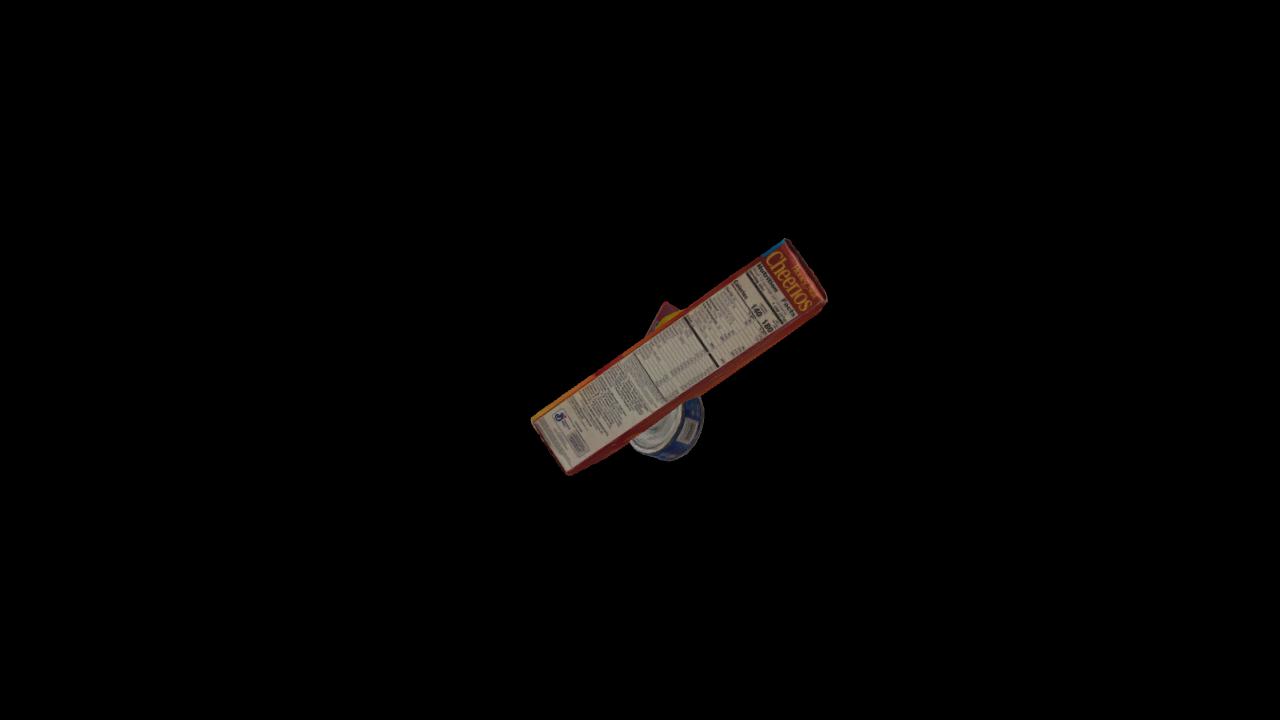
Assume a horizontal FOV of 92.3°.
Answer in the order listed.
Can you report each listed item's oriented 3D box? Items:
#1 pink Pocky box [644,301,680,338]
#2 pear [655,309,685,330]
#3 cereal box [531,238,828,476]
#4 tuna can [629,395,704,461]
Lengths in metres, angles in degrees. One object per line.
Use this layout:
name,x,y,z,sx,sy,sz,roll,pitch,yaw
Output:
pink Pocky box,0.028,0.019,0.713,0.084,0.155,0.029,28,8,-4
pear,0.064,-0.035,0.663,0.080,0.111,0.080,40,-10,9
cereal box,0.052,0.000,0.670,0.306,0.081,0.203,-36,-7,12
tuna can,0.023,0.060,0.633,0.034,0.084,0.084,22,-15,-41
